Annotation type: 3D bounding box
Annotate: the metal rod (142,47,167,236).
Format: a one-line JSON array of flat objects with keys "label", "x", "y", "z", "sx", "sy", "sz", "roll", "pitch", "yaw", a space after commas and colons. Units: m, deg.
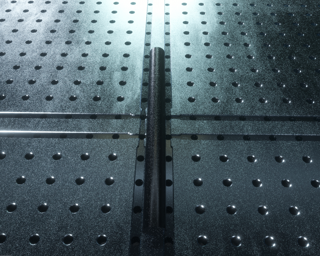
[{"label": "metal rod", "x": -0.005, "y": -0.009, "z": 0.415, "sx": 0.025, "sy": 0.025, "sz": 0.300, "roll": 0, "pitch": 50, "yaw": 0}]
